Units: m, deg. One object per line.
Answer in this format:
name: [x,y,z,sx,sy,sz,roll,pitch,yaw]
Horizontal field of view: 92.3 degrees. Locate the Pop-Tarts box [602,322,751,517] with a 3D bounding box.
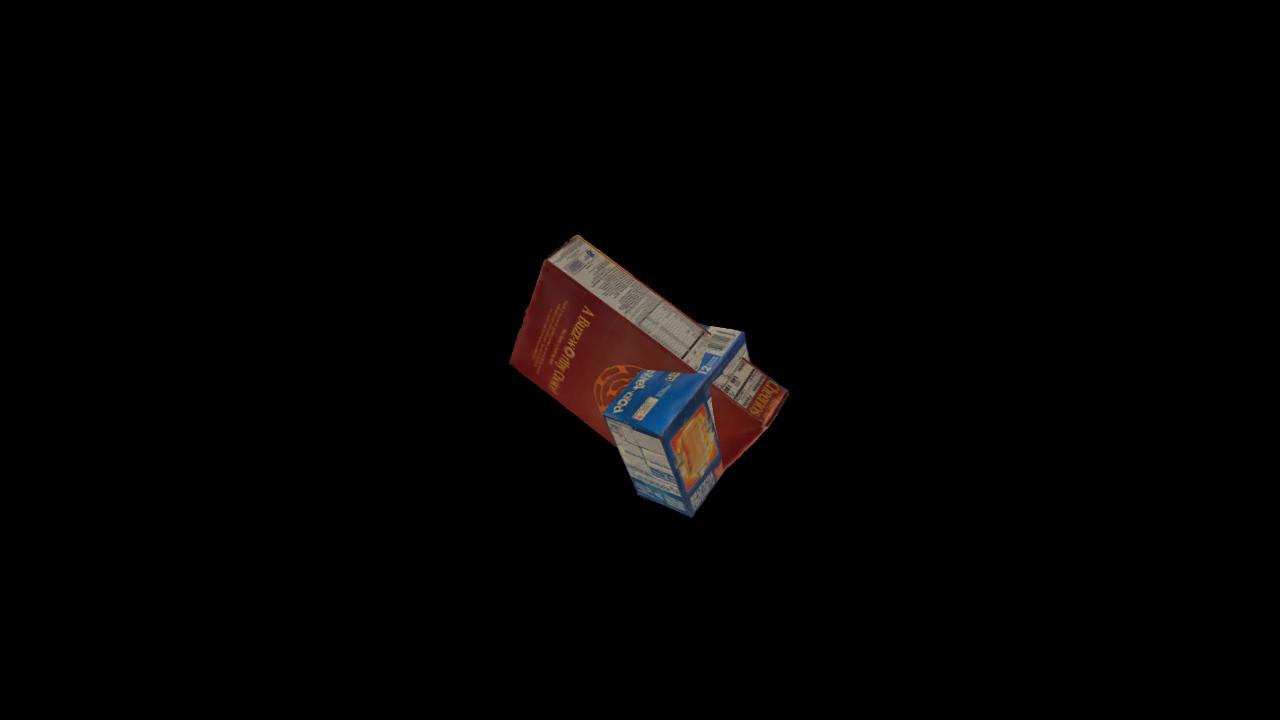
Pop-Tarts box: [0.056,0.064,0.701,0.083,0.141,0.167,16,51,38]

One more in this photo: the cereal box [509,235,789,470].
cereal box: [-0.003,0.020,0.746,0.081,0.306,0.203,-48,-7,-42]
